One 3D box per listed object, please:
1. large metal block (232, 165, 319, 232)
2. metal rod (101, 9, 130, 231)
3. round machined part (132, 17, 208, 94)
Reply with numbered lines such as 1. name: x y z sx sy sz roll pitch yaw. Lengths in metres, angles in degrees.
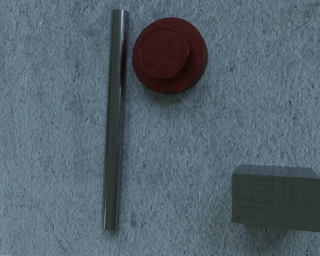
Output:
1. large metal block: 0.124 0.071 0.336 0.080 0.080 0.050 1 90 19
2. metal rod: -0.062 -0.010 0.429 0.025 0.025 0.298 3 91 19
3. round machined part: 0.009 -0.093 0.396 0.098 0.042 0.097 0 90 19
